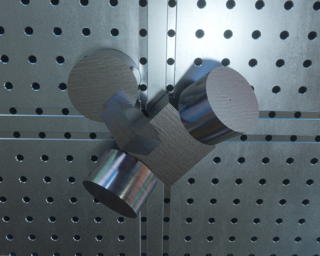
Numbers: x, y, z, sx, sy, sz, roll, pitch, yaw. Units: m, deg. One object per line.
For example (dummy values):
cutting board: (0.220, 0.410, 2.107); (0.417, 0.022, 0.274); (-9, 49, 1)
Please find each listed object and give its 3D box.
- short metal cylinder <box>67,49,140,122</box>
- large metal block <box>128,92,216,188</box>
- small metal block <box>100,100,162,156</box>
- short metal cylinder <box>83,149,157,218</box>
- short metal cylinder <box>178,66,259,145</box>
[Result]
short metal cylinder: (-0.065, -0.052, 0.377); (0.081, 0.050, 0.079); (0, 110, 0)
large metal block: (0.011, 0.015, 0.399); (0.080, 0.050, 0.080); (43, 104, -14)
small metal block: (-0.031, 0.001, 0.343); (0.025, 0.050, 0.050); (-42, 61, 16)
short metal cylinder: (-0.051, 0.072, 0.400); (0.080, 0.050, 0.080); (25, 150, 16)
short metal cylinder: (0.069, -0.025, 0.364); (0.080, 0.080, 0.050); (41, 143, -14)
